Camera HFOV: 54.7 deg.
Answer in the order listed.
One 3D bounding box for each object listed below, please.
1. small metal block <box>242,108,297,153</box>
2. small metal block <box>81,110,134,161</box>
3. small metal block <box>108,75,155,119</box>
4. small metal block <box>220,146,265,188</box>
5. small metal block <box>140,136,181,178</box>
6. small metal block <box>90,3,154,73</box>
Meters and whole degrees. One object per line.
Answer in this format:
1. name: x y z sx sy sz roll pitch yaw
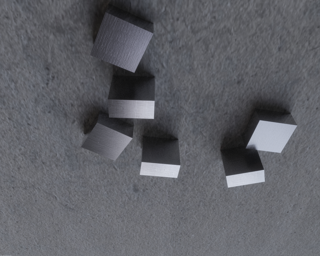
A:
1. small metal block: 0.144 0.004 0.413 0.050 0.025 0.050 8 130 -7
2. small metal block: -0.070 0.011 0.416 0.050 0.025 0.050 25 125 -21
3. small metal block: -0.032 -0.037 0.359 0.050 0.050 0.025 2 130 -2
4. small metal block: 0.116 0.053 0.438 0.050 0.050 0.025 -11 129 9
5. small metal block: 0.000 0.039 0.424 0.050 0.050 0.025 6 130 -6
6. small metal block: -0.040 -0.094 0.327 0.050 0.025 0.050 20 127 -17
